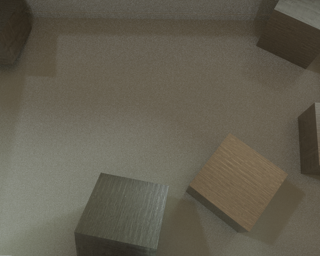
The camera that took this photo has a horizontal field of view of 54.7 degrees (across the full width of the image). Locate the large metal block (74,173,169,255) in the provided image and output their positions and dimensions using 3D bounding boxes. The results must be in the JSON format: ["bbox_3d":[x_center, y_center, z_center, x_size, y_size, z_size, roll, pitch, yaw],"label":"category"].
[{"bbox_3d":[-0.038,0.102,0.340,0.080,0.050,0.080,11,38,4],"label":"large metal block"}]

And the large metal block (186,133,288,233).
[{"bbox_3d":[0.089,0.067,0.372,0.080,0.050,0.080,37,74,12],"label":"large metal block"}]

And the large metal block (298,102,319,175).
[{"bbox_3d":[0.227,0.018,0.391,0.080,0.050,0.080,6,70,2],"label":"large metal block"}]

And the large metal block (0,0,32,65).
[{"bbox_3d":[-0.241,-0.138,0.436,0.080,0.050,0.080,6,56,2],"label":"large metal block"}]

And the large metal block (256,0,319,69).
[{"bbox_3d":[0.193,-0.139,0.432,0.080,0.080,0.050,29,73,10],"label":"large metal block"}]
